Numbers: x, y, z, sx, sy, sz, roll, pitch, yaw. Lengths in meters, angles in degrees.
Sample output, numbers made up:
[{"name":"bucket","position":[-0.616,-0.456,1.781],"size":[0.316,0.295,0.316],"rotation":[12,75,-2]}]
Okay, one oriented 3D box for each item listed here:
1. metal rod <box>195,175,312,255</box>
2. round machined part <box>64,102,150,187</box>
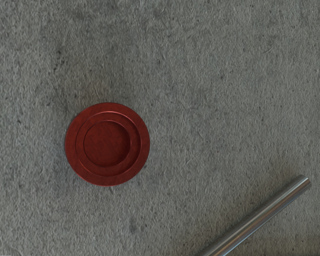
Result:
[{"name":"metal rod","position":[0.109,0.159,0.451],"size":[0.302,0.025,0.025],"rotation":[-31,101,-18]},{"name":"round machined part","position":[-0.065,0.019,0.377],"size":[0.099,0.042,0.097],"rotation":[0,90,-21]}]
